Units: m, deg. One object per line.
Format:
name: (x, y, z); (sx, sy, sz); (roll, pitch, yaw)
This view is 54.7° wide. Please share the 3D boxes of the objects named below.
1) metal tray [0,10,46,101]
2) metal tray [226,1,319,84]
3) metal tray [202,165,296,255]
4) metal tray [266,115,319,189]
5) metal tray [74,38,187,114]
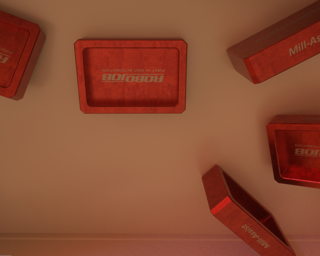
metal tray: (-0.211, -0.095, 0.353); (0.131, 0.030, 0.090); (19, 86, -8)
metal tray: (0.147, -0.100, 0.342); (0.130, 0.090, 0.030); (-27, 108, 9)
metal tray: (0.117, 0.117, 0.421); (0.130, 0.090, 0.030); (42, 105, -14)
metal tray: (0.205, 0.030, 0.381); (0.130, 0.030, 0.089); (2, 114, 41)
metal tray: (-0.034, -0.065, 0.384); (0.131, 0.030, 0.089); (0, 110, -1)
